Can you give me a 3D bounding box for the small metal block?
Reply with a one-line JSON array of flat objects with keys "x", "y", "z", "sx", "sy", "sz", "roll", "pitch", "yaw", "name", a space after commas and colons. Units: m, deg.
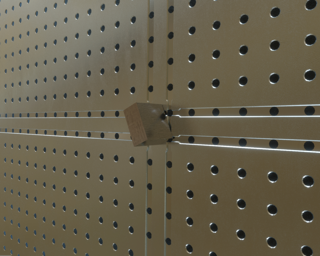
[{"x": -0.015, "y": -0.004, "z": 0.406, "sx": 0.025, "sy": 0.050, "sz": 0.050, "roll": -28, "pitch": 73, "yaw": 36, "name": "small metal block"}]
